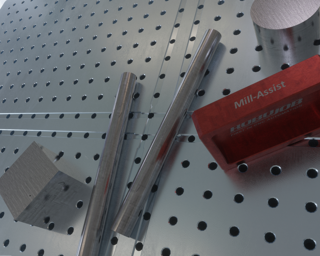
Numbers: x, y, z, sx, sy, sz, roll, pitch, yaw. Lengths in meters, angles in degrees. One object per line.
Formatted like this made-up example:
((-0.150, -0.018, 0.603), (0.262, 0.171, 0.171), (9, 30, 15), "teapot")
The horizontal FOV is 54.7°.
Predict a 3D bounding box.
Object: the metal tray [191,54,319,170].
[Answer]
((0.108, -0.009, 0.315), (0.130, 0.090, 0.030), (-25, 53, 13), "metal tray")

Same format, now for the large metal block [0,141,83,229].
((-0.170, 0.078, 0.434), (0.080, 0.050, 0.080), (35, 81, 38), "large metal block")

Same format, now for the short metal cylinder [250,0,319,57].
((0.160, -0.138, 0.392), (0.080, 0.050, 0.080), (-13, 56, 21), "short metal cylinder")

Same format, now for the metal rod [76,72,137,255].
((-0.069, 0.052, 0.412), (0.025, 0.025, 0.299), (-5, 59, 25), "metal rod")

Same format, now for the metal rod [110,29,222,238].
((0.016, -0.007, 0.404), (0.025, 0.025, 0.300), (13, 68, 33), "metal rod")
